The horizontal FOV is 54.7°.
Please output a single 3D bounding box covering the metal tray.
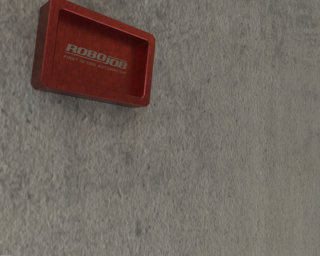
[{"bbox_3d":[-0.068,-0.076,0.345,0.131,0.030,0.089,9,85,-40],"label":"metal tray"}]
